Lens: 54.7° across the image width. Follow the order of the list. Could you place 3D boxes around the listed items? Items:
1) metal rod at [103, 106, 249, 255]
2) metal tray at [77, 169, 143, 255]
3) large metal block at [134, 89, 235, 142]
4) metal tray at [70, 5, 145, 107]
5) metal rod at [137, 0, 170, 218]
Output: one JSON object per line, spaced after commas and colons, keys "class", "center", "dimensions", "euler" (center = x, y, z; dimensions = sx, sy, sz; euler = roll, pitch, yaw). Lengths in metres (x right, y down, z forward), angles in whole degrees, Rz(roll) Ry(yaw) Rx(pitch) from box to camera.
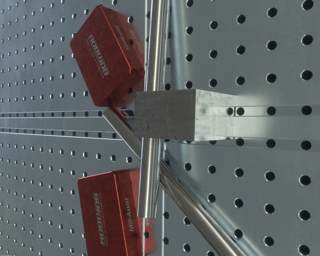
{"class": "metal rod", "center": [0.015, 0.071, 0.395], "dimensions": [0.300, 0.025, 0.025], "euler": [46, 118, 29]}
{"class": "metal tray", "center": [-0.078, 0.134, 0.468], "dimensions": [0.090, 0.030, 0.129], "euler": [-17, 79, 38]}
{"class": "large metal block", "center": [0.028, -0.014, 0.349], "dimensions": [0.080, 0.081, 0.050], "euler": [3, 92, 39]}
{"class": "metal tray", "center": [-0.084, -0.108, 0.473], "dimensions": [0.090, 0.030, 0.130], "euler": [-39, 67, 32]}
{"class": "metal rod", "center": [-0.007, -0.041, 0.392], "dimensions": [0.025, 0.025, 0.298], "euler": [-1, 83, 39]}
